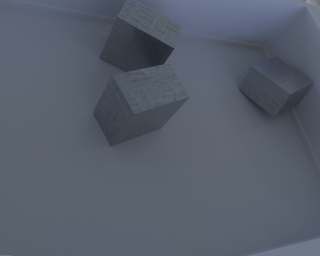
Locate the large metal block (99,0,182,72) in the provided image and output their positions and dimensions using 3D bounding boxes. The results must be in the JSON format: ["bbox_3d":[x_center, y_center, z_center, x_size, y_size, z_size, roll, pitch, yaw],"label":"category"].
[{"bbox_3d":[-0.028,-0.118,0.429,0.080,0.080,0.050,26,53,-13],"label":"large metal block"}]

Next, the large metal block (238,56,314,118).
[{"bbox_3d":[0.197,-0.072,0.529,0.081,0.050,0.080,-24,57,-37],"label":"large metal block"}]

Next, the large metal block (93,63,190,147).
[{"bbox_3d":[-0.024,-0.028,0.375,0.081,0.080,0.050,-20,73,-36],"label":"large metal block"}]
